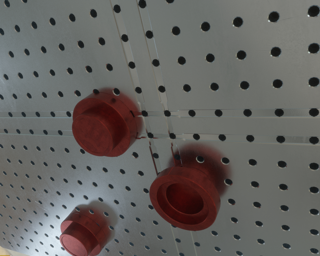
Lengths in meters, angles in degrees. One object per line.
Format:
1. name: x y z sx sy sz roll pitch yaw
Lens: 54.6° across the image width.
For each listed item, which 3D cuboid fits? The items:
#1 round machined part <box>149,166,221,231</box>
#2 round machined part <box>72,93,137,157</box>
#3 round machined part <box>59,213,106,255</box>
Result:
1. round machined part: 0.038 0.094 0.439 0.098 0.042 0.097 13 124 21
2. round machined part: -0.087 0.002 0.448 0.098 0.042 0.097 13 124 21
3. round machined part: -0.162 0.224 0.625 0.098 0.042 0.097 13 124 21
